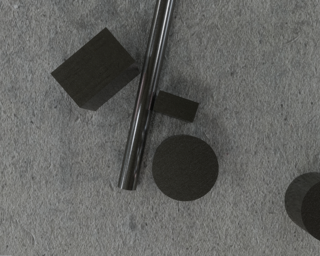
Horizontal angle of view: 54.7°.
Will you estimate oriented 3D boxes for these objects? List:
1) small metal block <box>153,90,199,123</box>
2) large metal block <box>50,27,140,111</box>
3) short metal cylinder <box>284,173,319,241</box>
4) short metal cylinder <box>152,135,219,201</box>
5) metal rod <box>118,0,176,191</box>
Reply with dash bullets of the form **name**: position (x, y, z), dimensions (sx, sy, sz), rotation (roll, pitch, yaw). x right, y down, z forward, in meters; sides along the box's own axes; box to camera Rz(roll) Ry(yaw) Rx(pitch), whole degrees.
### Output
- **small metal block**: position (0.020, -0.026, 0.398), dimensions (0.050, 0.050, 0.025), rotation (19, 90, 0)
- **large metal block**: position (-0.074, -0.067, 0.382), dimensions (0.080, 0.080, 0.050), rotation (-40, 90, 0)
- **short metal cylinder**: position (0.211, 0.100, 0.399), dimensions (0.081, 0.050, 0.080), rotation (0, 90, 0)
- **short metal cylinder**: position (0.031, 0.048, 0.398), dimensions (0.081, 0.050, 0.080), rotation (0, 90, 0)
- **metal rod**: position (-0.013, -0.067, 0.409), dimensions (0.025, 0.025, 0.298), rotation (12, 90, 0)
